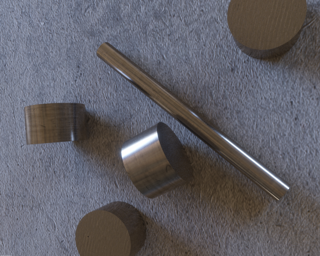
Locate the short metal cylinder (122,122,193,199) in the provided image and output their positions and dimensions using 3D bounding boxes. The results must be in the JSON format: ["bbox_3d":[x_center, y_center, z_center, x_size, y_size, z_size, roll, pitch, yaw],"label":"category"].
[{"bbox_3d":[-0.002,0.039,0.381,0.050,0.080,0.080,-29,81,18],"label":"short metal cylinder"}]

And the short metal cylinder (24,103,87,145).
[{"bbox_3d":[-0.144,-0.005,0.430,0.080,0.080,0.050,-5,88,20],"label":"short metal cylinder"}]

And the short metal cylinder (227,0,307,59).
[{"bbox_3d":[0.121,-0.123,0.353,0.080,0.050,0.080,0,90,20],"label":"short metal cylinder"}]

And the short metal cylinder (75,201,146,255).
[{"bbox_3d":[-0.065,0.145,0.419,0.080,0.050,0.080,0,90,20],"label":"short metal cylinder"}]

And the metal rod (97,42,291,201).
[{"bbox_3d":[0.031,-0.018,0.397,0.300,0.025,0.025,40,103,15],"label":"metal rod"}]
